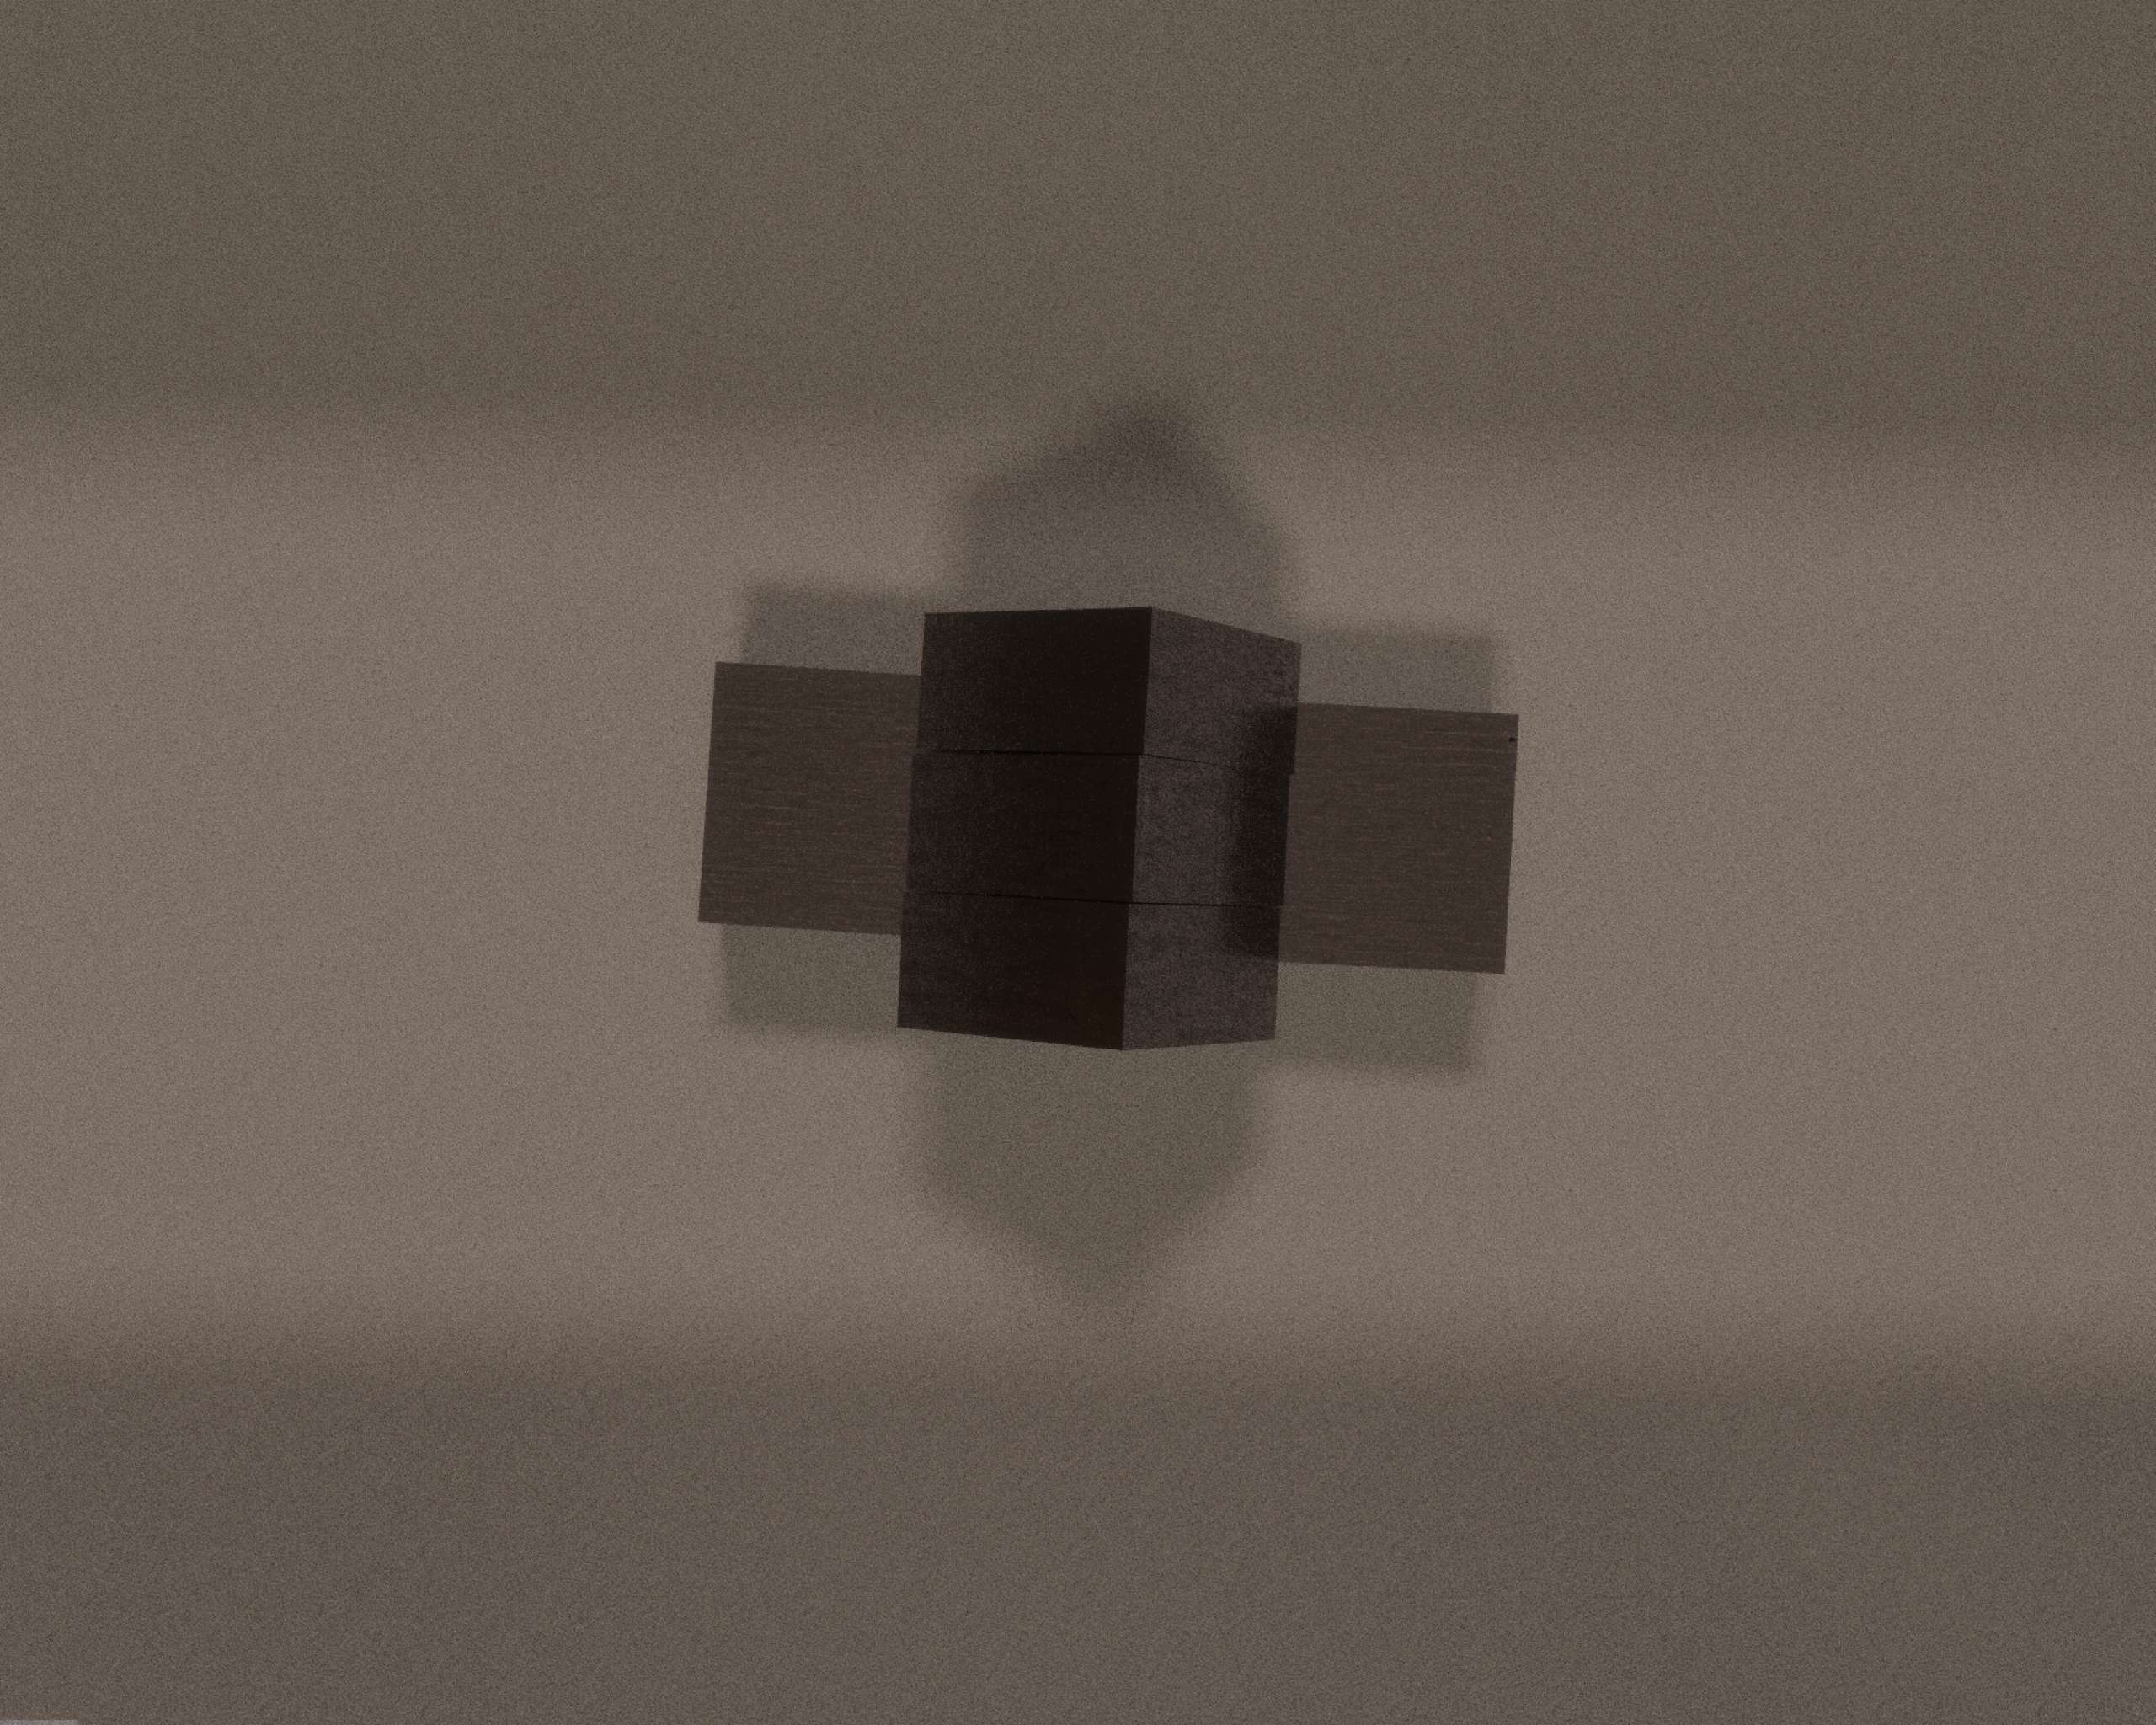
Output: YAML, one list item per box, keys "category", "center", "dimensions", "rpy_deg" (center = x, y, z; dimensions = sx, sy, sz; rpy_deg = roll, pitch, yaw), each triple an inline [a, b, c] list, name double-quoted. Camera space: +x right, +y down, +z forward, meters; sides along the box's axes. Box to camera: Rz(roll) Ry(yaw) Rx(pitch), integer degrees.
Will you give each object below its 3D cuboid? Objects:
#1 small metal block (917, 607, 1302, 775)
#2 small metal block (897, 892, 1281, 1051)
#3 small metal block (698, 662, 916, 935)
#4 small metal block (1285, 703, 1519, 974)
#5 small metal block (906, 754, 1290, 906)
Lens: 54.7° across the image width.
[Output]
- category: "small metal block"
  center: [0.006, -0.031, 0.387]
  dimensions: [0.050, 0.050, 0.025]
  rpy_deg: [3, 90, 36]
- category: "small metal block"
  center: [0.003, 0.019, 0.387]
  dimensions: [0.050, 0.050, 0.025]
  rpy_deg: [2, 90, 36]
- category: "small metal block"
  center: [-0.045, -0.012, 0.409]
  dimensions: [0.050, 0.025, 0.050]
  rpy_deg: [4, 90, -1]
- category: "small metal block"
  center: [0.058, -0.005, 0.411]
  dimensions: [0.050, 0.025, 0.050]
  rpy_deg: [3, 90, -1]
- category: "small metal block"
  center: [0.004, -0.006, 0.387]
  dimensions: [0.050, 0.050, 0.025]
  rpy_deg: [2, 90, 36]
